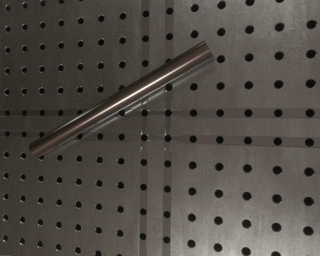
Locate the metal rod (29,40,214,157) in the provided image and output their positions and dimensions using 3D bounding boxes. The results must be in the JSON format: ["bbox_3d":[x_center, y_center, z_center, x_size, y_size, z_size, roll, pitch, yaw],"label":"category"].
[{"bbox_3d":[-0.065,-0.033,0.434,0.300,0.025,0.025,-28,81,17],"label":"metal rod"}]
